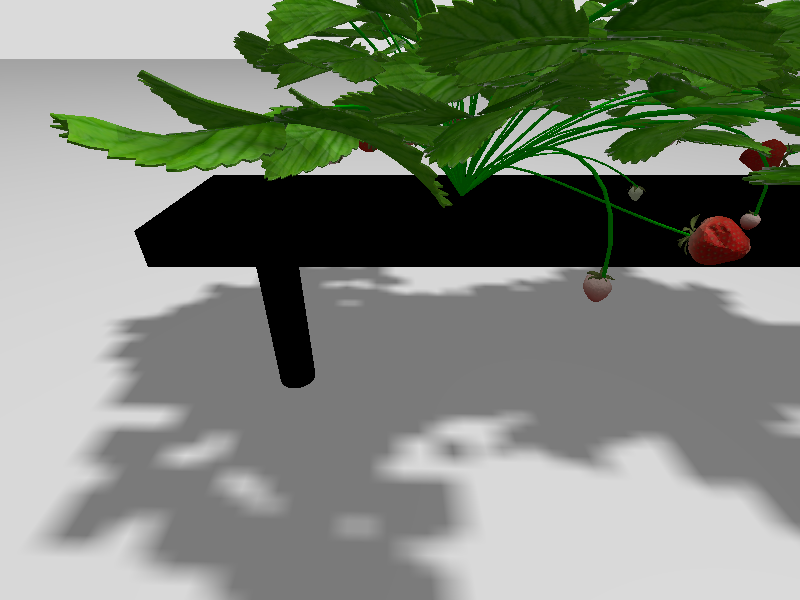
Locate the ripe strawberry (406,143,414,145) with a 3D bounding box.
[{"bbox_3d":[0.016,-0.225,0.519,0.052,0.045,0.052,-6,32,-9],"label":"ripe strawberry"}]

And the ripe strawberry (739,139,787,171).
[{"bbox_3d":[0.374,-0.149,0.414,0.035,0.034,0.032,15,36,27],"label":"ripe strawberry"}]

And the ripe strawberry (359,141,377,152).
[{"bbox_3d":[-0.040,-0.203,0.492,0.043,0.039,0.039,-16,36,-24],"label":"ripe strawberry"}]

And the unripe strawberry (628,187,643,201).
[{"bbox_3d":[0.203,-0.092,0.344,0.010,0.012,0.012,-8,31,10],"label":"unripe strawberry"}]

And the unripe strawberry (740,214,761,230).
[{"bbox_3d":[0.247,-0.055,0.283,0.011,0.011,0.011,13,35,19],"label":"unripe strawberry"}]

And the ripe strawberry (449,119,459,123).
[{"bbox_3d":[0.077,-0.242,0.563,0.024,0.028,0.027,3,-16,4],"label":"ripe strawberry"}]

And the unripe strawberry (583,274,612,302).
[{"bbox_3d":[0.099,-0.006,0.202,0.013,0.014,0.015,-8,33,-12],"label":"unripe strawberry"}]

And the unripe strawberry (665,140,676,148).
[{"bbox_3d":[0.334,-0.208,0.508,0.032,0.027,0.032,-26,28,-34],"label":"unripe strawberry"}]

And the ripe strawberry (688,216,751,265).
[{"bbox_3d":[0.188,-0.034,0.236,0.029,0.029,0.032,29,42,36],"label":"ripe strawberry"}]

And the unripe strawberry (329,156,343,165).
[{"bbox_3d":[-0.081,-0.171,0.447,0.038,0.037,0.035,25,40,34],"label":"unripe strawberry"}]
